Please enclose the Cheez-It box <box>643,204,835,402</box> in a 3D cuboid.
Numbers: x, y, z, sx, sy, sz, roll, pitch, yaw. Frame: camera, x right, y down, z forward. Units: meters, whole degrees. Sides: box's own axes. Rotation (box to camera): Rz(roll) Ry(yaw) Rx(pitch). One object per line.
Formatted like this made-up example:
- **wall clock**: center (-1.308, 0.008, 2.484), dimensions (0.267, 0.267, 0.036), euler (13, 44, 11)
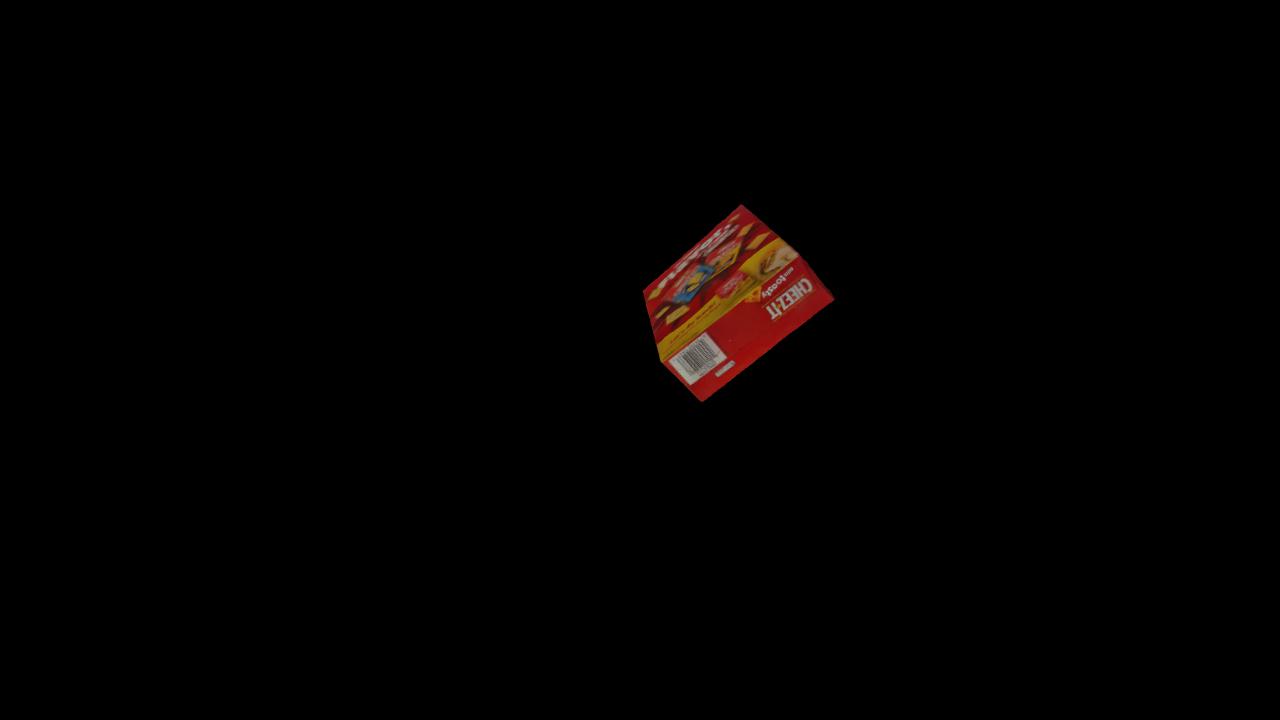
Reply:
- **Cheez-It box**: center (0.091, -0.072, 0.677), dimensions (0.166, 0.071, 0.223), euler (-39, 23, 12)
